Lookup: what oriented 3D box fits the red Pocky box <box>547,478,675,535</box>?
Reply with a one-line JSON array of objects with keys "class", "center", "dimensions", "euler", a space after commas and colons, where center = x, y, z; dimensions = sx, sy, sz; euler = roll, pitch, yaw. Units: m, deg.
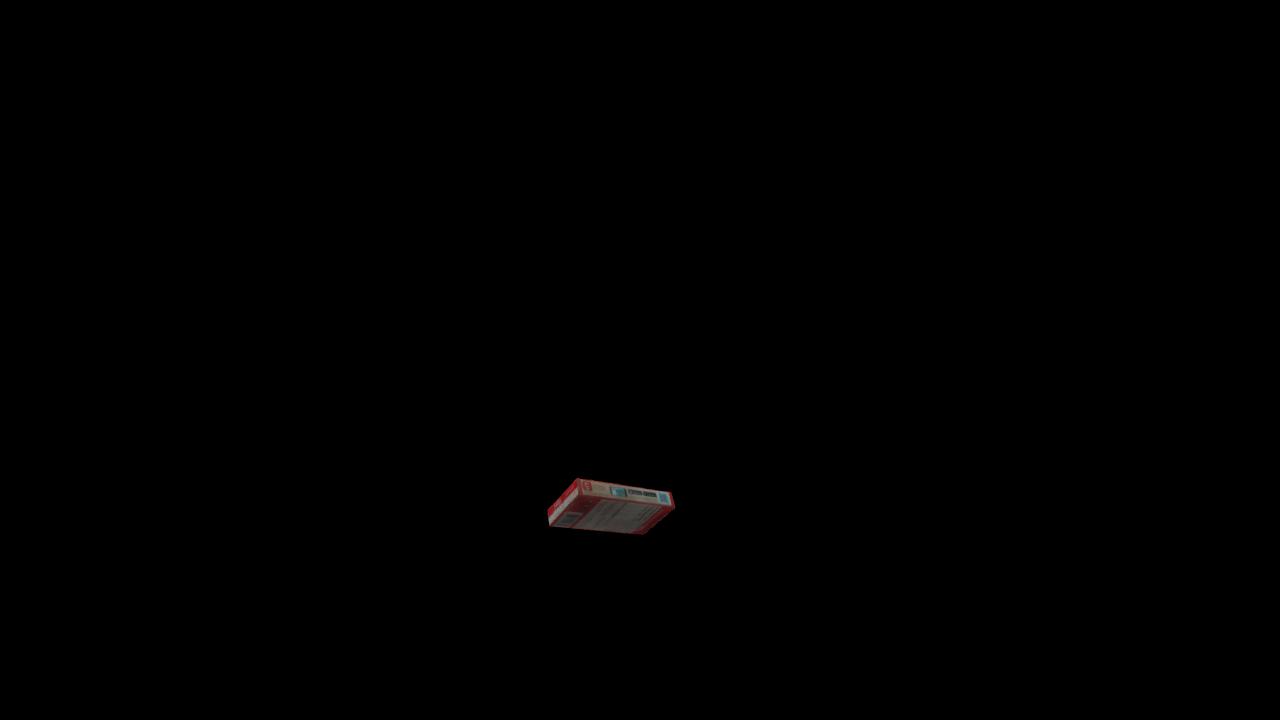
[{"class": "red Pocky box", "center": [-0.038, 0.198, 0.820], "dimensions": [0.155, 0.028, 0.083], "euler": [16, -50, -33]}]
